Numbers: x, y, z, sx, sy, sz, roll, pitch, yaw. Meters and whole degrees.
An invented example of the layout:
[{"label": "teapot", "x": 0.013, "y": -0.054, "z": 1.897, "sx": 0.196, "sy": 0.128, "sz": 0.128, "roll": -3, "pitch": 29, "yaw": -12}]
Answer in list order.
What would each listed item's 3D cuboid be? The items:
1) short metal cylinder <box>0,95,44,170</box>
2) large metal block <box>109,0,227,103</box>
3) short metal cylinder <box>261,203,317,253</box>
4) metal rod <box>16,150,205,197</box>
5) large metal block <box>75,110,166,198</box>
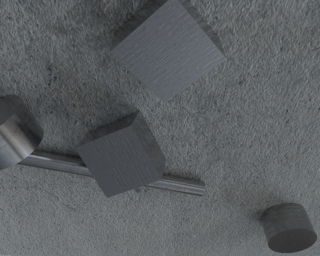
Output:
[{"label": "short metal cylinder", "x": -0.191, "y": 0.004, "z": 0.373, "sx": 0.080, "sy": 0.080, "sz": 0.050, "roll": -14, "pitch": 129, "yaw": 11}, {"label": "large metal block", "x": 0.008, "y": -0.086, "z": 0.318, "sx": 0.080, "sy": 0.050, "sz": 0.080, "roll": -34, "pitch": 123, "yaw": 25}, {"label": "short metal cylinder", "x": 0.224, "y": 0.176, "z": 0.543, "sx": 0.081, "sy": 0.050, "sz": 0.079, "roll": 0, "pitch": 130, "yaw": 0}, {"label": "metal rod", "x": -0.079, "y": 0.065, "z": 0.461, "sx": 0.302, "sy": 0.025, "sz": 0.025, "roll": 12, "pitch": 129, "yaw": -11}, {"label": "large metal block", "x": -0.048, "y": 0.034, "z": 0.405, "sx": 0.080, "sy": 0.050, "sz": 0.080, "roll": -21, "pitch": 109, "yaw": 17}]
